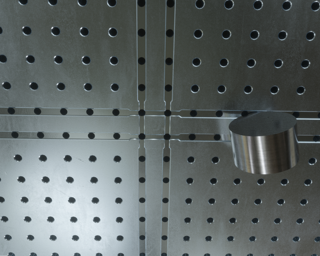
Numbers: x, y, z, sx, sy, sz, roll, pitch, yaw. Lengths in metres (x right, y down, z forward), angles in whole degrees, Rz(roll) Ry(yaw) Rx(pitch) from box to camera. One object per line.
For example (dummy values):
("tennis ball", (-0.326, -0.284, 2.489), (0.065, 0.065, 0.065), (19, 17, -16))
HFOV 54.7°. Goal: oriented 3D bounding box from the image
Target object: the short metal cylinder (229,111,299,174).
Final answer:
("short metal cylinder", (0.131, 0.016, 0.392), (0.080, 0.080, 0.050), (-12, 110, 4))
